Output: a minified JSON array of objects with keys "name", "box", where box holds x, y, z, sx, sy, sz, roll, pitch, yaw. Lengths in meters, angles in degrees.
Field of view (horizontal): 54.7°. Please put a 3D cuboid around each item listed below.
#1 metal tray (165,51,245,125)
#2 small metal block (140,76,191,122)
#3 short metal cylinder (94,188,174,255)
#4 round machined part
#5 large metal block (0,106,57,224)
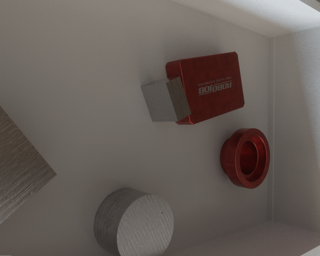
[{"name":"metal tray","box":[0.073,-0.063,0.467,0.131,0.030,0.089,-18,102,-39]},{"name":"small metal block","box":[0.007,-0.036,0.398,0.025,0.050,0.050,-30,109,-36]},{"name":"short metal cylinder","box":[-0.030,0.115,0.367,0.081,0.050,0.079,0,90,-40]},{"name":"round machined part","box":[0.138,0.049,0.514,0.099,0.042,0.097,0,90,-40]},{"name":"large metal block","box":[-0.153,0.035,0.263,0.080,0.050,0.080,-45,118,-31]}]
